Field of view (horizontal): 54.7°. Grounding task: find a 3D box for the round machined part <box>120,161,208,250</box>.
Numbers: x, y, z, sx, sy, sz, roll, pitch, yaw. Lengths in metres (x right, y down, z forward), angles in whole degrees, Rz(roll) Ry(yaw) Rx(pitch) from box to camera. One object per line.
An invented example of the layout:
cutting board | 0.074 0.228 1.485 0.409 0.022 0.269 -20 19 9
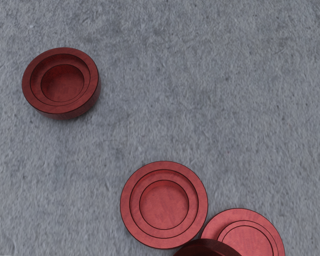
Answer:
round machined part | 0.005 0.091 0.363 0.099 0.042 0.098 -1 65 2

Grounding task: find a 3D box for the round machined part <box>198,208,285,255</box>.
round machined part | 0.093 0.140 0.349 0.099 0.042 0.098 0 70 -1

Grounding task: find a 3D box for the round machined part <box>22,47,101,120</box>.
round machined part | -0.129 -0.056 0.418 0.099 0.042 0.098 0 70 -1

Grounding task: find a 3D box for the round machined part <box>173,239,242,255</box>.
round machined part | 0.047 0.167 0.311 0.098 0.042 0.097 4 97 31
